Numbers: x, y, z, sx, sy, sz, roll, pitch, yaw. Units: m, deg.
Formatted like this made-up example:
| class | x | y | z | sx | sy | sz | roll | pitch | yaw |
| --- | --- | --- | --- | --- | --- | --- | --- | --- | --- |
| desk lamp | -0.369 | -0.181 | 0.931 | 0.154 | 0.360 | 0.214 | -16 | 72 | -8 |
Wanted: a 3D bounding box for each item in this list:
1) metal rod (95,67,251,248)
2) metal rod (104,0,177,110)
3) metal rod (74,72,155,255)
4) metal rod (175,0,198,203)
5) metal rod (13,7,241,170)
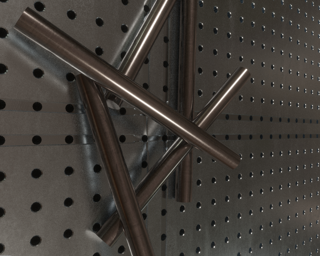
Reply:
| class | x | y | z | sx | sy | sz | roll | pitch | yaw |
| --- | --- | --- | --- | --- | --- | --- | --- | --- | --- |
| metal rod | 0.029 | 0.024 | 0.408 | 0.301 | 0.025 | 0.025 | -48 | 119 | -20 |
| metal rod | 0.001 | -0.156 | 0.411 | 0.025 | 0.025 | 0.300 | 39 | 66 | -34 |
| metal rod | -0.037 | 0.083 | 0.345 | 0.025 | 0.025 | 0.298 | -18 | 92 | -39 |
| metal rod | 0.038 | -0.046 | 0.442 | 0.025 | 0.025 | 0.298 | 3 | 88 | -40 |
| metal rod | -0.015 | -0.028 | 0.352 | 0.301 | 0.025 | 0.025 | 33 | 69 | -26 |
